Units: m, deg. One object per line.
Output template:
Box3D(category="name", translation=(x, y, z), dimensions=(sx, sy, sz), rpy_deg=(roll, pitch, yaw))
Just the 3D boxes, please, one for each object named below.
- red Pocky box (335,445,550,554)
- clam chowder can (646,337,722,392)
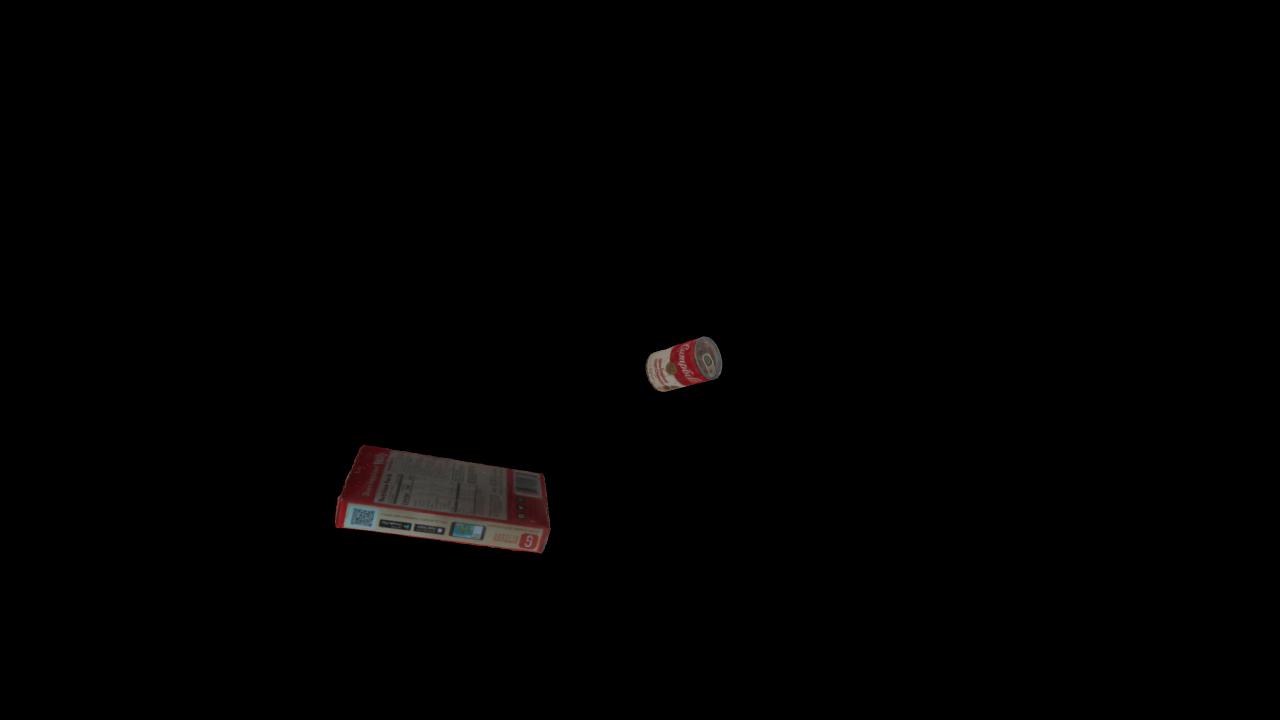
Box3D(category="red Pocky box", translation=(-0.152, 0.110, 0.493), dimensions=(0.155, 0.028, 0.083), rpy_deg=(13, 19, -17))
Box3D(category="clam chowder can", translation=(0.067, 0.008, 0.955), dimensions=(0.102, 0.068, 0.068), rpy_deg=(-17, -11, 41))
